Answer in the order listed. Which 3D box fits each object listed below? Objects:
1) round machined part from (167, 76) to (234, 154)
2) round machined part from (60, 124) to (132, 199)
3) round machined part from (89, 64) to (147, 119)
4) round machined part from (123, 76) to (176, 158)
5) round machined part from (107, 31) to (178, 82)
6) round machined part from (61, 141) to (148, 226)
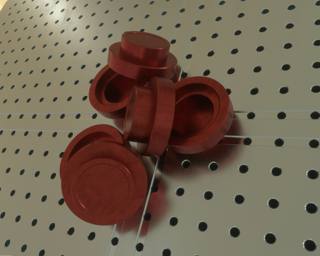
[{"bbox_3d":[0.042,-0.012,0.383,0.098,0.042,0.098,-13,56,21],"label":"round machined part"},{"bbox_3d":[-0.080,0.047,0.411,0.098,0.042,0.098,-13,56,21],"label":"round machined part"},{"bbox_3d":[-0.052,-0.055,0.458,0.098,0.042,0.098,-13,56,21],"label":"round machined part"},{"bbox_3d":[-0.017,-0.015,0.378,0.042,0.098,0.098,10,58,-14],"label":"round machined part"},{"bbox_3d":[-0.023,-0.106,0.440,0.099,0.042,0.098,10,32,-6],"label":"round machined part"},{"bbox_3d":[-0.063,0.065,0.355,0.099,0.042,0.097,0,94,-5],"label":"round machined part"}]
